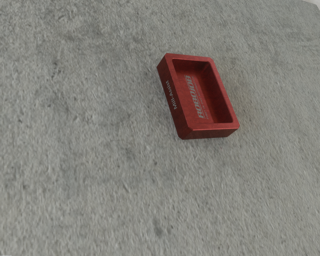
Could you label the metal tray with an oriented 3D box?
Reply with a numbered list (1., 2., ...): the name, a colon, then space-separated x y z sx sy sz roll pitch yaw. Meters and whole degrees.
1. metal tray: 0.055 -0.049 0.461 0.091 0.030 0.130 -2 63 -30
